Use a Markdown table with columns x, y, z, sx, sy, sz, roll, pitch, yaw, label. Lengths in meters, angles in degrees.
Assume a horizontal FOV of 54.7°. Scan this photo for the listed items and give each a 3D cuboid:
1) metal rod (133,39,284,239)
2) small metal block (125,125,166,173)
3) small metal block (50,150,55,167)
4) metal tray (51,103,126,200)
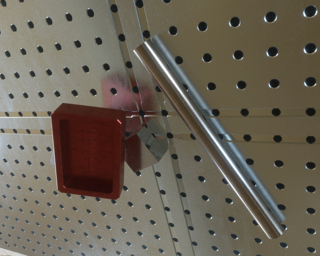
| x | y | z | sx | sy | sz | roll | pitch | yaw | label |
| --- | --- | --- | --- | --- | --- | --- | --- | --- | --- |
| 0.066 | 0.021 | 0.388 | 0.025 | 0.025 | 0.299 | -29 | 103 | 37 | metal rod |
| -0.029 | 0.031 | 0.444 | 0.050 | 0.025 | 0.050 | -28 | 103 | 37 | small metal block |
| -0.140 | 0.036 | 0.486 | 0.025 | 0.050 | 0.050 | 41 | 130 | 15 | small metal block |
| -0.096 | 0.035 | 0.426 | 0.091 | 0.030 | 0.129 | 7 | 118 | 3 | metal tray |
